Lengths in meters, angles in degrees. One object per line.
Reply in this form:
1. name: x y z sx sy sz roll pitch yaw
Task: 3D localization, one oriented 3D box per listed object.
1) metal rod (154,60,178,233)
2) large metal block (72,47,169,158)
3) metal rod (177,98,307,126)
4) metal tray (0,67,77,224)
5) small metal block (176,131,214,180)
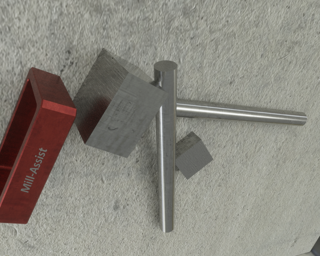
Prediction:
1. metal rod: 0.009 0.049 0.422 0.025 0.025 0.298 -18 132 -19
2. large metal block: -0.048 -0.028 0.329 0.050 0.080 0.080 24 105 -37
3. metal rod: 0.111 -0.022 0.456 0.303 0.025 0.025 3 117 -30
4. metal tray: -0.129 0.016 0.304 0.030 0.090 0.129 17 109 -35
5. small metal block: 0.044 0.041 0.459 0.050 0.025 0.050 -38 130 -3
